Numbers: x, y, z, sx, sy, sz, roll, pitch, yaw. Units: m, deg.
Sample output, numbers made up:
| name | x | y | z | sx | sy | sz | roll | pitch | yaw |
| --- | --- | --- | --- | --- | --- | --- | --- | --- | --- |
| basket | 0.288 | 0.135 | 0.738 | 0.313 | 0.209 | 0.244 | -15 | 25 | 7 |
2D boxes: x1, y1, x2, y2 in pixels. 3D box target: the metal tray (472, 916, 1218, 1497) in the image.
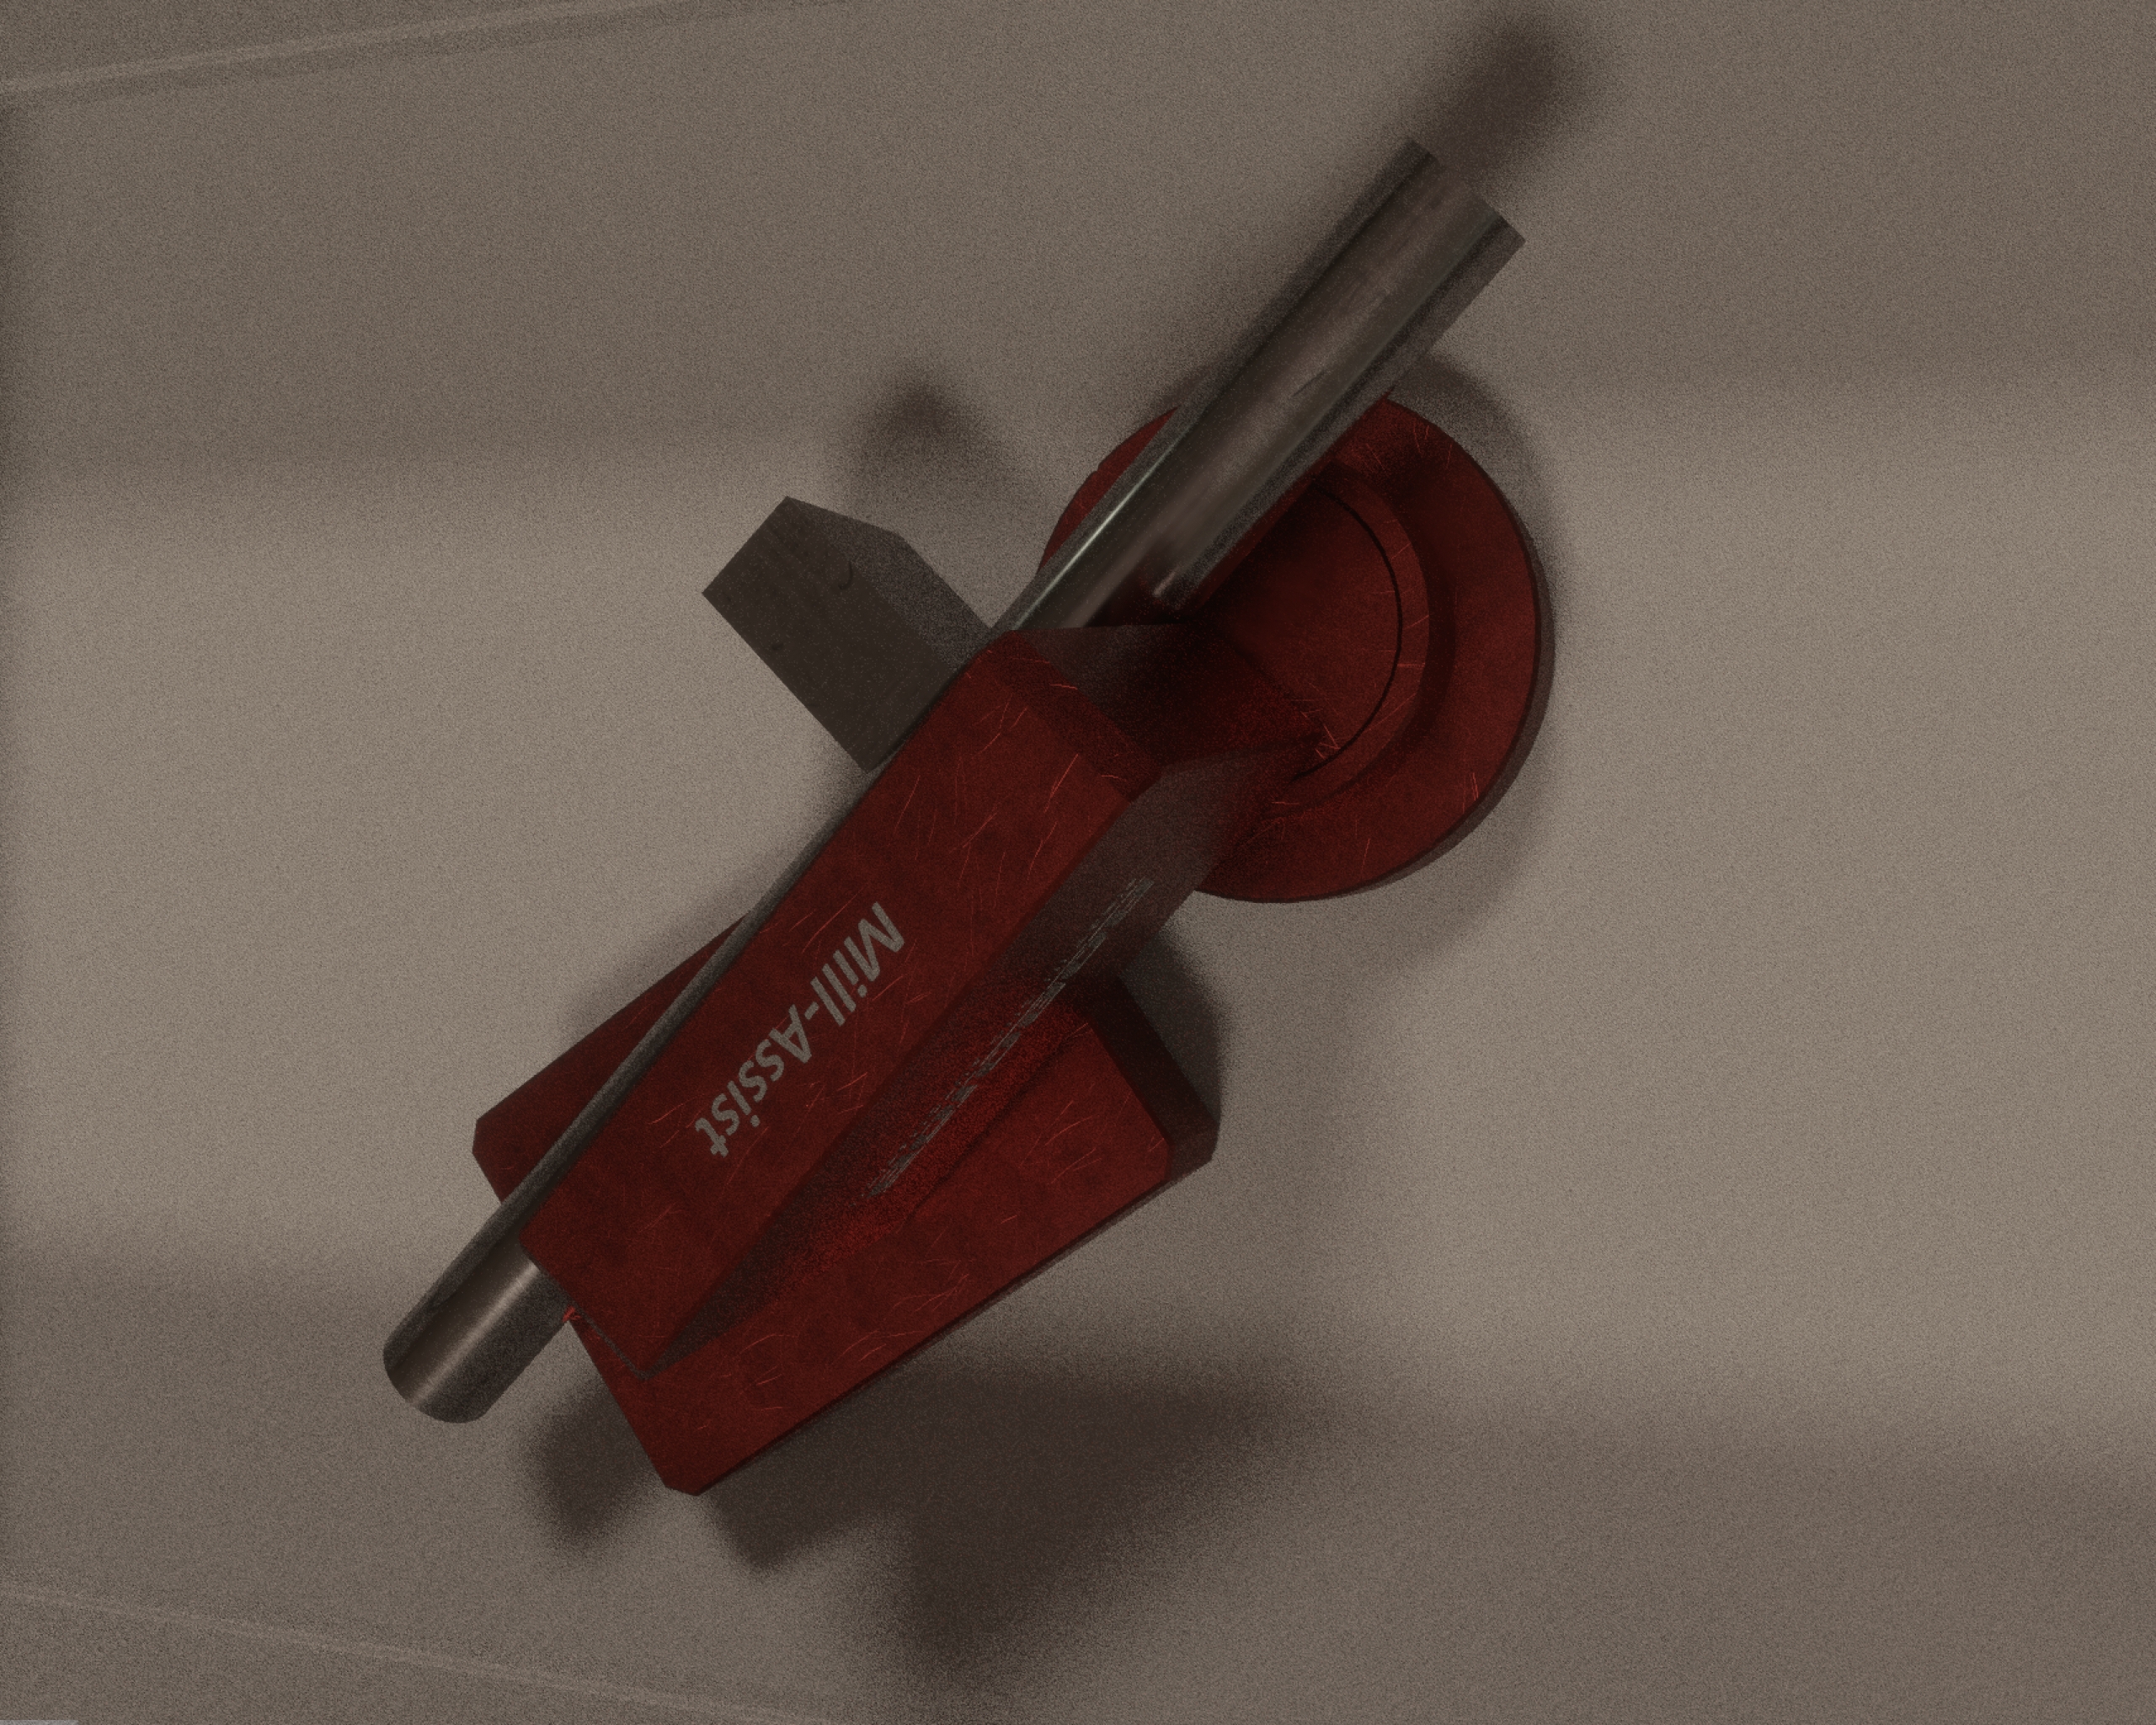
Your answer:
| name | x | y | z | sx | sy | sz | roll | pitch | yaw |
| --- | --- | --- | --- | --- | --- | --- | --- | --- | --- |
| metal tray | -0.049 | 0.056 | 0.423 | 0.130 | 0.030 | 0.090 | -36 | 79 | 16 |

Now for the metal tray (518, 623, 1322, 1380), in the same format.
| name | x | y | z | sx | sy | sz | roll | pitch | yaw |
| --- | --- | --- | --- | --- | --- | --- | --- | --- | --- |
| metal tray | -0.023 | 0.019 | 0.341 | 0.030 | 0.090 | 0.129 | 44 | 110 | 11 |

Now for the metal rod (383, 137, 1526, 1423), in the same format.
| name | x | y | z | sx | sy | sz | roll | pitch | yaw |
| --- | --- | --- | --- | --- | --- | --- | --- | --- | --- |
| metal rod | -0.034 | -0.002 | 0.378 | 0.025 | 0.025 | 0.299 | 47 | 108 | 14 |

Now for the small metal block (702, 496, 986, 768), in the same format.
| name | x | y | z | sx | sy | sz | roll | pitch | yaw |
| --- | --- | --- | --- | --- | --- | --- | --- | --- | --- |
| small metal block | -0.037 | -0.042 | 0.408 | 0.025 | 0.050 | 0.050 | -46 | 76 | 14 |

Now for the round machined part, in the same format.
| name | x | y | z | sx | sy | sz | roll | pitch | yaw |
| --- | --- | --- | --- | --- | --- | --- | --- | --- | --- |
| round machined part | 0.036 | -0.041 | 0.386 | 0.098 | 0.042 | 0.097 | 0 | 90 | 19 |
